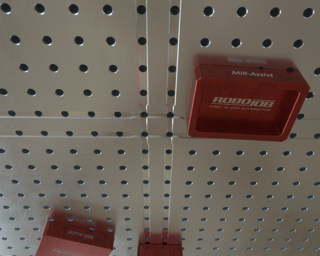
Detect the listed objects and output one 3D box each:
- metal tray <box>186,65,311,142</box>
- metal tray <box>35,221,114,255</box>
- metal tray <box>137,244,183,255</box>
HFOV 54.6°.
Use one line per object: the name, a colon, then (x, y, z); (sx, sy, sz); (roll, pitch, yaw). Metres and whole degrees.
metal tray: (0.103, -0.028, 0.384); (0.131, 0.030, 0.089); (3, 130, -3)
metal tray: (-0.165, 0.230, 0.602); (0.131, 0.030, 0.089); (19, 128, -16)
metal tray: (-0.003, 0.295, 0.658); (0.091, 0.030, 0.129); (2, 130, -2)
